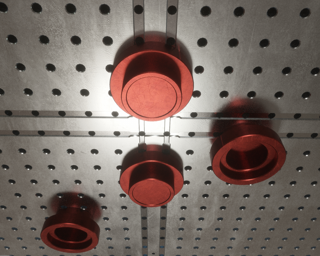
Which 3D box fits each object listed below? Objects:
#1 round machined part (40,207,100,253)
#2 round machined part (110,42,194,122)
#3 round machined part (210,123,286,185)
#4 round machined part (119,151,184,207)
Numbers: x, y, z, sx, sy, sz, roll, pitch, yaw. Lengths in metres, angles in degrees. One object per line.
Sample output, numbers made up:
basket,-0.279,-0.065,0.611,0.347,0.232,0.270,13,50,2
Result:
round machined part,-0.156,0.178,0.550,0.099,0.042,0.097,-1,130,0
round machined part,-0.009,-0.046,0.361,0.099,0.042,0.097,-1,130,0
round machined part,0.118,0.032,0.430,0.099,0.042,0.097,-1,130,0
round machined part,-0.012,0.084,0.472,0.099,0.042,0.097,-1,130,0
